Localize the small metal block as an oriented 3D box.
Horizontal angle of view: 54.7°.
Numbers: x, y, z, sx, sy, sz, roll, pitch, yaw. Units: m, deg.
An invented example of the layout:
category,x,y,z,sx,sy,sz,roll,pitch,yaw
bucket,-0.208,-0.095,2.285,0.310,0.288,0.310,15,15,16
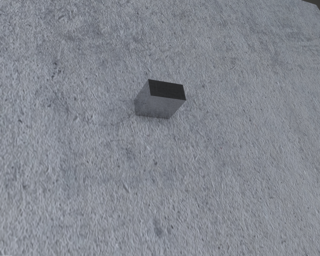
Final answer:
category,x,y,z,sx,sy,sz,roll,pitch,yaw
small metal block,-0.001,-0.037,0.412,0.050,0.050,0.025,5,60,-26
